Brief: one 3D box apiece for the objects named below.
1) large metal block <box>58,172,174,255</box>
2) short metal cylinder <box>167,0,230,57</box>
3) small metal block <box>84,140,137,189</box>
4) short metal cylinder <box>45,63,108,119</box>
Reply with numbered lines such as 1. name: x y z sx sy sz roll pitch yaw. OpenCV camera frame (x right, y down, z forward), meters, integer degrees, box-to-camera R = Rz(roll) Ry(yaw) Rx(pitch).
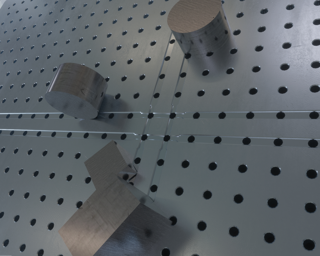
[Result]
1. large metal block: -0.044 0.105 0.331 0.080 0.080 0.050 -48 51 -5
2. short metal cylinder: 0.058 -0.153 0.456 0.080 0.050 0.080 -13 56 21
3. small metal block: -0.066 0.052 0.411 0.050 0.025 0.050 -38 51 2
4. short metal cylinder: -0.126 -0.055 0.473 0.080 0.080 0.050 1 62 28
